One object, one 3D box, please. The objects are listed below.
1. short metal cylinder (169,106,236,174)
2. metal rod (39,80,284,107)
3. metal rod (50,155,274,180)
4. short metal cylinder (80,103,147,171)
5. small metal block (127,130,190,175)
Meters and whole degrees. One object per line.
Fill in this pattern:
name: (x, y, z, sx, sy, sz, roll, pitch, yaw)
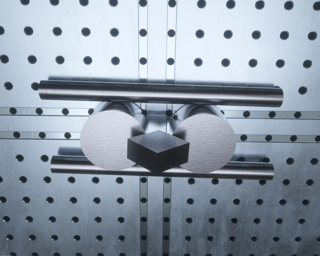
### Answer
short metal cylinder: (0.053, 0.012, 0.401, 0.081, 0.050, 0.079, 0, 110, 0)
metal rod: (0.002, -0.043, 0.394, 0.302, 0.025, 0.025, 2, 110, -1)
metal rod: (0.004, 0.055, 0.430, 0.302, 0.025, 0.025, 2, 110, -1)
short metal cylinder: (-0.057, 0.008, 0.399, 0.081, 0.050, 0.079, 0, 110, 0)
small metal block: (-0.002, 0.026, 0.357, 0.050, 0.050, 0.025, -14, 116, -42)
